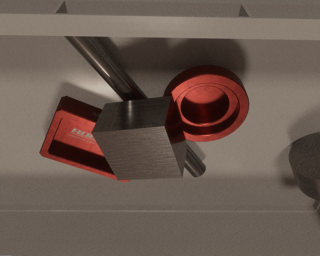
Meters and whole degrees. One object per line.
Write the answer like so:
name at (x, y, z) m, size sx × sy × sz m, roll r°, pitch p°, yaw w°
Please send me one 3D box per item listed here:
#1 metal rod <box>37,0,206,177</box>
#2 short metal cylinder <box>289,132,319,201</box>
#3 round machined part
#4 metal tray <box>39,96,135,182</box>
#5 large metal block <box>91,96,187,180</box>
metal rod at (-0.026, -0.031, 0.382) m, size 0.025 × 0.025 × 0.300 m, roll -27°, pitch 126°, yaw 21°
short metal cylinder at (0.223, 0.052, 0.421) m, size 0.080 × 0.080 × 0.050 m, roll -21°, pitch 127°, yaw 16°
round machined part at (0.052, -0.033, 0.371) m, size 0.099 × 0.042 × 0.097 m, roll -1°, pitch 130°, yaw 0°
metal tray at (-0.084, 0.020, 0.421) m, size 0.131 × 0.030 × 0.089 m, roll 21°, pitch 127°, yaw -18°
large metal block at (-0.019, 0.014, 0.355) m, size 0.080 × 0.050 × 0.080 m, roll -5°, pitch 131°, yaw 17°
